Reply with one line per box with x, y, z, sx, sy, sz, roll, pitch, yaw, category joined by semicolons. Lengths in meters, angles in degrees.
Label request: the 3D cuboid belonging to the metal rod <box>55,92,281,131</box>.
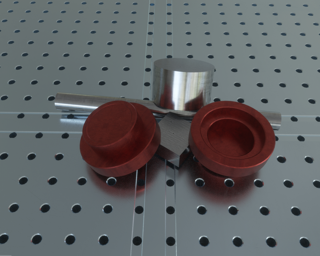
0.008;-0.023;0.422;0.302;0.025;0.025;6;50;4;metal rod

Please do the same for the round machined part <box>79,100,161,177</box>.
-0.052;0.005;0.370;0.098;0.042;0.098;-11;49;14;round machined part

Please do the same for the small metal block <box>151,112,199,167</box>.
0.018;0.013;0.391;0.050;0.025;0.050;29;56;22;small metal block

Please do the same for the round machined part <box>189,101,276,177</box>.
0.084;0.017;0.375;0.099;0.042;0.098;2;52;-2;round machined part

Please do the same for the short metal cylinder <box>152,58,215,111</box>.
0.031;-0.061;0.419;0.081;0.050;0.080;3;25;-1;short metal cylinder
